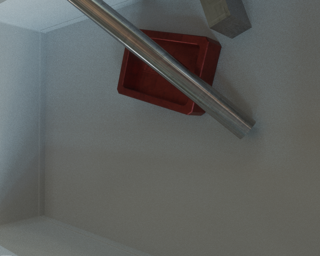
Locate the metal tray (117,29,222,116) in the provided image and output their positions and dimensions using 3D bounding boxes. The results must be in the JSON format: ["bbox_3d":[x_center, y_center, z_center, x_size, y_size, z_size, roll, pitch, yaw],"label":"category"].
[{"bbox_3d":[0.006,-0.074,0.396,0.130,0.030,0.089,20,103,37],"label":"metal tray"}]

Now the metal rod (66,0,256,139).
[{"bbox_3d":[-0.022,-0.092,0.342,0.300,0.025,0.025,39,117,6],"label":"metal rod"}]

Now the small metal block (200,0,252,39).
[{"bbox_3d":[0.069,-0.129,0.332,0.025,0.050,0.050,-25,74,37],"label":"small metal block"}]
